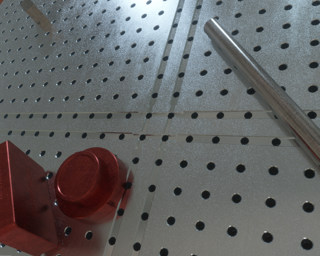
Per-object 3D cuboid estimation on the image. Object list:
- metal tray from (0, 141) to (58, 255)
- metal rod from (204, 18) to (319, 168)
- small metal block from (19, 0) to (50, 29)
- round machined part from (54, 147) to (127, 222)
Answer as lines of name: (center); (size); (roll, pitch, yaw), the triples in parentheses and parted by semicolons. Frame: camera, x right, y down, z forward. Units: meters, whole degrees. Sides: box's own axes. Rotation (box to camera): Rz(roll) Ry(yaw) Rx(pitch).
metal tray: (-0.178, 0.089, 0.400); (0.030, 0.090, 0.130); (-27, 52, -2)
metal rod: (0.129, -0.045, 0.367); (0.025, 0.025, 0.300); (-32, 52, 7)
small metal block: (-0.280, -0.258, 0.694); (0.025, 0.050, 0.050); (-43, 51, -1)
round machined part: (-0.097, 0.069, 0.404); (0.098, 0.042, 0.098); (-13, 56, 20)
